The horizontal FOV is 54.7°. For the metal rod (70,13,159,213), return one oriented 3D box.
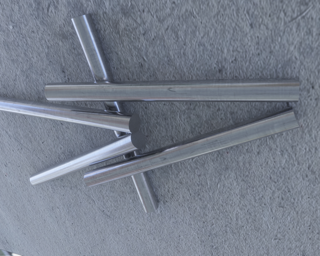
[{"bbox_3d":[-0.055,-0.005,0.433,0.025,0.025,0.298,-3,117,29],"label":"metal rod"}]

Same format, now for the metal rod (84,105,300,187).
[{"bbox_3d":[0.019,0.032,0.397,0.300,0.025,0.025,-20,108,28],"label":"metal rod"}]

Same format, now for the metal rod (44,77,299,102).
[{"bbox_3d":[-0.003,-0.043,0.361,0.301,0.025,0.025,2,120,19],"label":"metal rod"}]

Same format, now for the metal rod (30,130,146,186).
[{"bbox_3d":[-0.132,0.056,0.492,0.299,0.025,0.025,-22,107,41],"label":"metal rod"}]

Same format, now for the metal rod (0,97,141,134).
[{"bbox_3d":[-0.160,-0.025,0.457,0.300,0.025,0.025,9,122,30],"label":"metal rod"}]
